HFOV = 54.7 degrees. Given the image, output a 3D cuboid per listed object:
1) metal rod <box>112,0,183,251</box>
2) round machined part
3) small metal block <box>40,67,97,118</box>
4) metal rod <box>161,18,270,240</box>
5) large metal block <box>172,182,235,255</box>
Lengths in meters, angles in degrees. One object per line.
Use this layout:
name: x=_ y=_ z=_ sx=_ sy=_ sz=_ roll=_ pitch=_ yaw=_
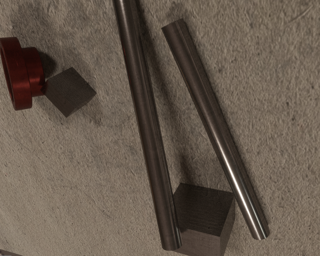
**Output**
metal rod: x=-0.013 y=-0.003 z=0.356 sx=0.025 sy=0.025 sz=0.298 roll=-7 pitch=99 yaw=31
round machined part: x=-0.187 y=-0.075 z=0.426 sx=0.098 sy=0.042 sz=0.097 roll=35 pitch=132 yaw=52
small metal block: x=-0.124 y=-0.050 z=0.423 sx=0.050 sy=0.050 sz=0.025 roll=48 pitch=129 yaw=-6
metal rod: x=0.075 y=0.016 z=0.376 sx=0.025 sy=0.025 sz=0.299 roll=-14 pitch=112 yaw=33
large metal block: x=0.053 y=0.125 z=0.420 sx=0.080 sy=0.080 sz=0.050 roll=7 pitch=121 yaw=24
